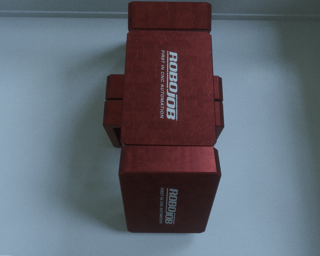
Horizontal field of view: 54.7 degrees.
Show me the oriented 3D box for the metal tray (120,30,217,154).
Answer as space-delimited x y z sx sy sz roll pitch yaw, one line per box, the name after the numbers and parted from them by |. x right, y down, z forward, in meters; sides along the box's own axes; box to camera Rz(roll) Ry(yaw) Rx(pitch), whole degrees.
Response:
0.009 -0.039 0.324 0.091 0.030 0.130 1 70 -1 | metal tray

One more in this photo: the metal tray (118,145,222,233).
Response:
0.008 0.070 0.325 0.091 0.129 0.030 1 49 -1 | metal tray

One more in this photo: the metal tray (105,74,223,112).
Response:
0.005 -0.031 0.385 0.131 0.090 0.030 1 70 0 | metal tray

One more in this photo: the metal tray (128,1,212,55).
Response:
0.011 -0.121 0.396 0.091 0.130 0.030 1 91 0 | metal tray

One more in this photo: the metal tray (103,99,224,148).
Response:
0.004 -0.002 0.375 0.131 0.090 0.030 1 70 0 | metal tray
